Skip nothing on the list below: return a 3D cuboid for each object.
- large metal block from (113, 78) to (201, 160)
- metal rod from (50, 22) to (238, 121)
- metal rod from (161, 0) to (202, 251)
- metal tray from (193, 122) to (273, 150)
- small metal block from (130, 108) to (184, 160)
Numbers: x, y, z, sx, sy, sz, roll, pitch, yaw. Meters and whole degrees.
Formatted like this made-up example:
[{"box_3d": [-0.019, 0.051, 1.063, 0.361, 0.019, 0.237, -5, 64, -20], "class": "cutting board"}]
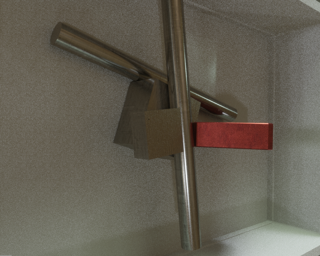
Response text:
[{"box_3d": [-0.002, -0.008, 0.389, 0.080, 0.050, 0.080, 23, 76, -38], "class": "large metal block"}, {"box_3d": [0.005, -0.059, 0.411, 0.302, 0.025, 0.025, 19, 78, -39], "class": "metal rod"}, {"box_3d": [0.026, -0.006, 0.363, 0.025, 0.025, 0.298, -8, 96, -40], "class": "metal rod"}, {"box_3d": [0.102, 0.009, 0.416, 0.130, 0.090, 0.030, 1, 90, -72], "class": "metal tray"}, {"box_3d": [-0.003, 0.005, 0.339, 0.050, 0.025, 0.050, -9, 95, -40], "class": "small metal block"}]
